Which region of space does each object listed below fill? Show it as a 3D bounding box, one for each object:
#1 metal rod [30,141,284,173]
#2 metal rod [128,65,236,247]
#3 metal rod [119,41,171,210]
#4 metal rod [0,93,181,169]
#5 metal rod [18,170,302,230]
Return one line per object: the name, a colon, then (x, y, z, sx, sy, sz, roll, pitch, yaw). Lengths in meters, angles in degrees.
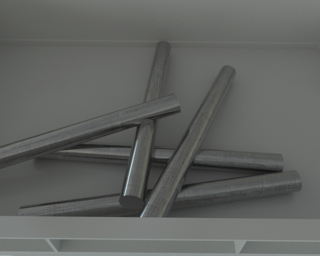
metal rod: (-0.008, 0.034, 0.375, 0.302, 0.025, 0.025, 4, 50, 2)
metal rod: (0.044, 0.006, 0.373, 0.025, 0.025, 0.301, 19, 45, 15)
metal rod: (-0.011, -0.031, 0.406, 0.025, 0.025, 0.300, 5, 44, 4)
metal rod: (-0.122, 0.015, 0.356, 0.302, 0.025, 0.025, -18, 52, -8)
metal rod: (0.006, 0.077, 0.338, 0.302, 0.025, 0.025, -6, 51, -6)
